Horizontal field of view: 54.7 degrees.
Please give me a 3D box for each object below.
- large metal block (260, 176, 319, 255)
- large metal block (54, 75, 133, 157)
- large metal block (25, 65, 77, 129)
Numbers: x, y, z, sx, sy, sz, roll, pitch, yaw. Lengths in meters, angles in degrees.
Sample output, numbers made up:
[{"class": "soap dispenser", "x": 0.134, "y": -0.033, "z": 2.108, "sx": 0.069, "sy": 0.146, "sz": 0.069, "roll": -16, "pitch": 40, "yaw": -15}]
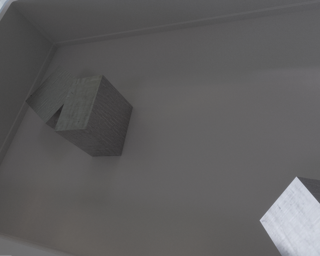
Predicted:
[{"class": "large metal block", "x": 0.137, "y": 0.086, "z": 0.227, "sx": 0.050, "sy": 0.081, "sz": 0.080, "roll": -64, "pitch": 30, "yaw": 28}, {"class": "large metal block", "x": -0.086, "y": -0.014, "z": 0.424, "sx": 0.050, "sy": 0.080, "sz": 0.080, "roll": -4, "pitch": 60, "yaw": 26}, {"class": "large metal block", "x": -0.155, "y": -0.043, "z": 0.498, "sx": 0.080, "sy": 0.050, "sz": 0.080, "roll": -49, "pitch": 51, "yaw": -6}]
